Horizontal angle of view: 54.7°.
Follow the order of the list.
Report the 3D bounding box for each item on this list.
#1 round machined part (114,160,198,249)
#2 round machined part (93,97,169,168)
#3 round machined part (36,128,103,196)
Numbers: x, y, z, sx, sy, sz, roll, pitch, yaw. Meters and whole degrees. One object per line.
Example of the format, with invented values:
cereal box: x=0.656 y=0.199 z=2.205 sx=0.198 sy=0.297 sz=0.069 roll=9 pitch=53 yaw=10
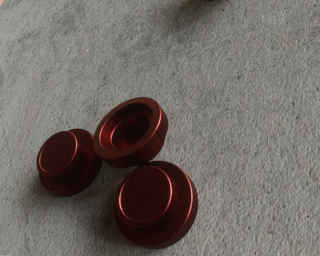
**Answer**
round machined part: x=-0.010 y=0.081 z=0.349 sx=0.098 sy=0.042 sz=0.098 roll=-13 pitch=56 yaw=21
round machined part: x=-0.033 y=0.010 z=0.397 sx=0.098 sy=0.042 sz=0.098 roll=-19 pitch=44 yaw=19
round machined part: x=-0.133 y=0.043 z=0.437 sx=0.098 sy=0.042 sz=0.098 roll=-13 pitch=56 yaw=21
